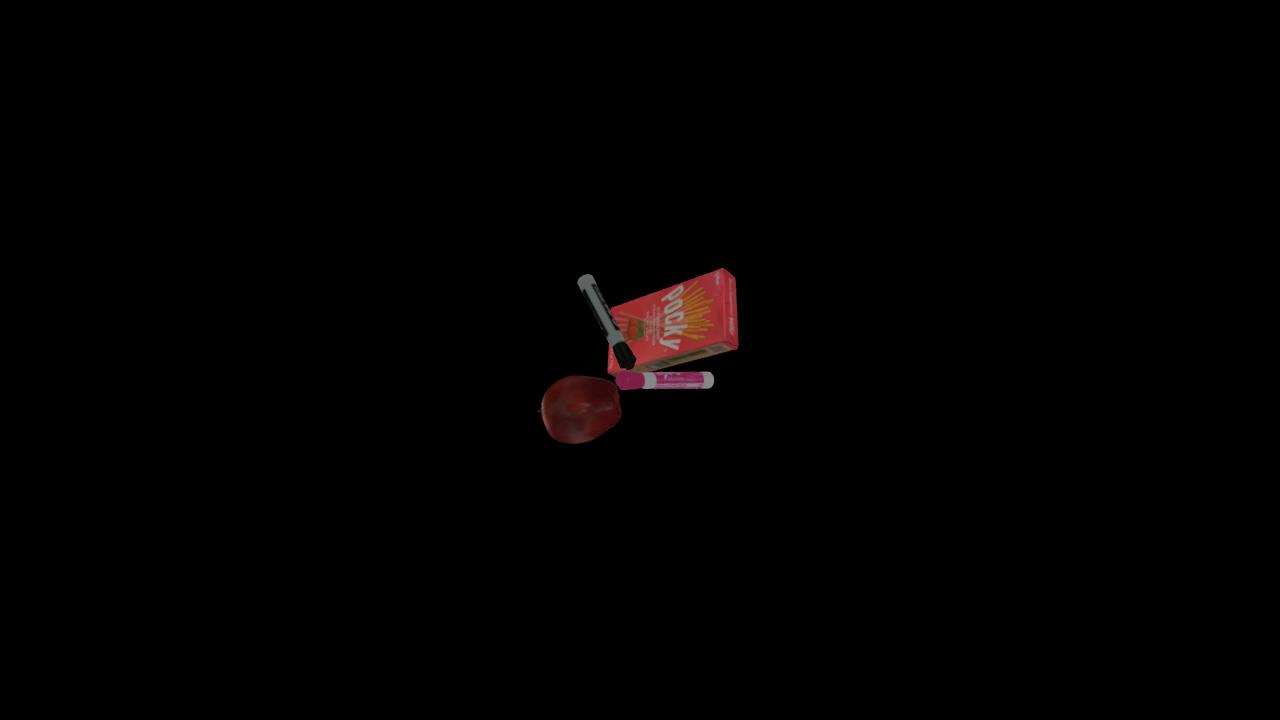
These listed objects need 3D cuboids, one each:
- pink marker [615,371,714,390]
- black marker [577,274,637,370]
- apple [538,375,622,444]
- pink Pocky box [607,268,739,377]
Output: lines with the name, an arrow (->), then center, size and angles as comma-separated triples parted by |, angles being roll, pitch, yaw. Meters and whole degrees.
pink marker -> 0.026, 0.021, 0.638 | 0.121, 0.020, 0.020 | 1, 0, -36
black marker -> -0.035, -0.040, 0.648 | 0.020, 0.121, 0.020 | -22, -26, -12
apple -> -0.068, 0.055, 0.695 | 0.093, 0.079, 0.079 | -8, 0, 0
pink Pocky box -> 0.032, -0.036, 0.660 | 0.155, 0.084, 0.029 | -15, -28, 35
